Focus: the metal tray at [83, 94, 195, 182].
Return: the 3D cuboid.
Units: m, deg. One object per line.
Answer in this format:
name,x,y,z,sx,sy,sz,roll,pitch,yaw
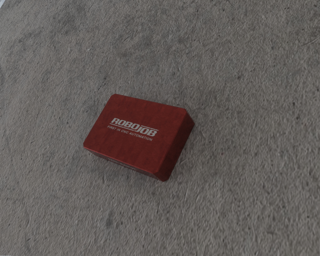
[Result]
metal tray,-0.030,0.008,0.413,0.130,0.030,0.090,15,69,34
